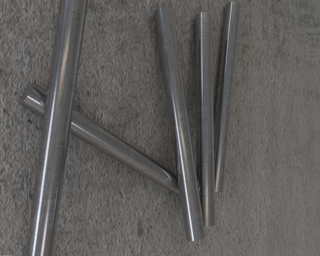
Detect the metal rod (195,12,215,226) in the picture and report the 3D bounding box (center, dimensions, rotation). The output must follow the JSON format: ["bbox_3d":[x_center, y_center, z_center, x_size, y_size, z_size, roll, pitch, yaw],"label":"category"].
[{"bbox_3d":[0.063,-0.017,0.438,0.025,0.025,0.298,7,80,-40],"label":"metal rod"}]

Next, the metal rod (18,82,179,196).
[{"bbox_3d":[-0.028,0.040,0.381,0.301,0.025,0.025,36,68,-34],"label":"metal rod"}]

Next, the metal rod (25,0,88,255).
[{"bbox_3d":[-0.102,0.027,0.293,0.025,0.025,0.298,6,94,-40],"label":"metal rod"}]

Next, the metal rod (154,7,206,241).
[{"bbox_3d":[0.025,-0.007,0.403,0.025,0.025,0.298,-7,88,-40],"label":"metal rod"}]

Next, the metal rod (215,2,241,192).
[{"bbox_3d":[0.102,-0.051,0.489,0.025,0.025,0.298,11,83,-40],"label":"metal rod"}]
